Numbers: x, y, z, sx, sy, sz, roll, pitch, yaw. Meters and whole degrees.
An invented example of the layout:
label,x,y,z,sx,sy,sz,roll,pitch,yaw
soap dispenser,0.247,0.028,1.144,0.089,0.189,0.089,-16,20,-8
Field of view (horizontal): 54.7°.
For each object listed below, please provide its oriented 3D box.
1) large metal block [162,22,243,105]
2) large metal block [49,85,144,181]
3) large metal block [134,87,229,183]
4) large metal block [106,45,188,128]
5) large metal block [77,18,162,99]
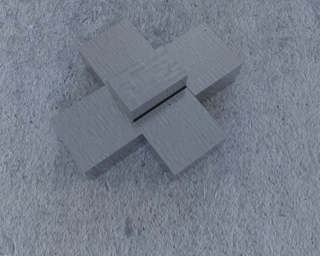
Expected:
label,x,y,z,sx,sy,sz,roll,pitch,yaw
large metal block,0.052,-0.084,0.426,0.080,0.050,0.080,-35,74,-12
large metal block,-0.077,0.007,0.392,0.080,0.050,0.080,-35,74,-12
large metal block,0.025,0.010,0.392,0.080,0.050,0.080,-35,74,-12
large metal block,-0.015,-0.045,0.396,0.080,0.080,0.050,-35,74,-12
large metal block,-0.053,-0.089,0.427,0.080,0.050,0.080,-35,74,-12
